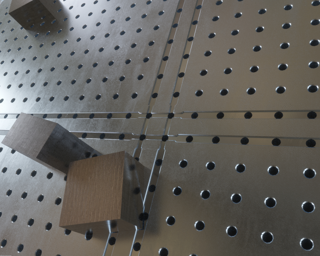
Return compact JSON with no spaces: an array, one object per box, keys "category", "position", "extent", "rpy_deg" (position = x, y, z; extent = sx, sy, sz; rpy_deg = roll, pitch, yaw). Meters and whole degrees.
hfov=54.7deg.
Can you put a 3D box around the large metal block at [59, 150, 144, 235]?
[{"category":"large metal block","position":[-0.067,0.081,0.377],"extent":[0.080,0.050,0.080],"rpy_deg":[-13,56,20]}]

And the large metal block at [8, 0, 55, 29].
[{"category":"large metal block","position":[-0.296,-0.289,0.721],"extent":[0.080,0.050,0.080],"rpy_deg":[-19,54,16]}]

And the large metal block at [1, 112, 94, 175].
[{"category":"large metal block","position":[-0.156,0.026,0.437],"extent":[0.080,0.080,0.050],"rpy_deg":[14,69,33]}]
